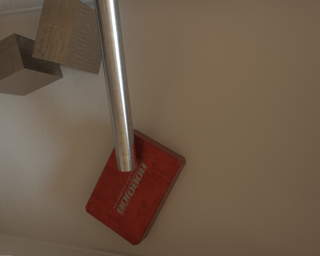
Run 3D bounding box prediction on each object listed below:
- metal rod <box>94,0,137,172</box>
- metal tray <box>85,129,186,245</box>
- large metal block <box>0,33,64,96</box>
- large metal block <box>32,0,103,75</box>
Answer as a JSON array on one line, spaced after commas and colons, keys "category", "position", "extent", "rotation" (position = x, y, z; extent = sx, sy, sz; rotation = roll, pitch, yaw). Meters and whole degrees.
[{"category": "metal rod", "position": [-0.053, -0.089, 0.340], "extent": [0.025, 0.025, 0.298], "rotation": [3, 112, 19]}, {"category": "metal tray", "position": [-0.034, 0.078, 0.419], "extent": [0.090, 0.030, 0.129], "rotation": [29, 99, 17]}, {"category": "large metal block", "position": [-0.205, -0.088, 0.452], "extent": [0.080, 0.080, 0.050], "rotation": [-20, 84, 18]}, {"category": "large metal block", "position": [-0.117, -0.123, 0.421], "extent": [0.050, 0.080, 0.079], "rotation": [16, 95, 19]}]
